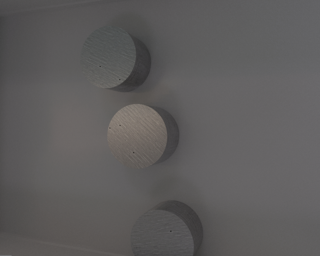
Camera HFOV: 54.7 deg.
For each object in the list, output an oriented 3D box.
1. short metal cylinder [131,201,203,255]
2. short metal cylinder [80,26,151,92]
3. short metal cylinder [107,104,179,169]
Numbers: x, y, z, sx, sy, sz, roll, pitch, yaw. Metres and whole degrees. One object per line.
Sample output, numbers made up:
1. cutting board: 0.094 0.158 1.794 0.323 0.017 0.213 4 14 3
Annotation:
1. short metal cylinder: 0.010 0.138 0.394 0.080 0.050 0.080 0 90 20
2. short metal cylinder: -0.059 -0.091 0.418 0.080 0.050 0.080 0 90 20
3. short metal cylinder: -0.021 0.010 0.404 0.080 0.050 0.080 0 90 20
